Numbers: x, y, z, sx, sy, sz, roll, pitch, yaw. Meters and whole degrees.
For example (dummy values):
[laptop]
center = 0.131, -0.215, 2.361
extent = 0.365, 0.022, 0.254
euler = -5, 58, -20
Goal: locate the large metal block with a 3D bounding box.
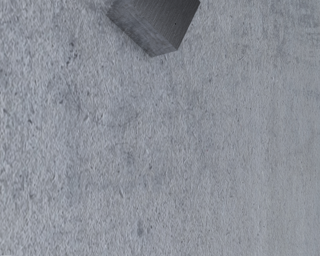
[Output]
[large metal block]
center = -0.006, -0.148, 0.383
extent = 0.080, 0.050, 0.080
euler = 37, 67, -34
